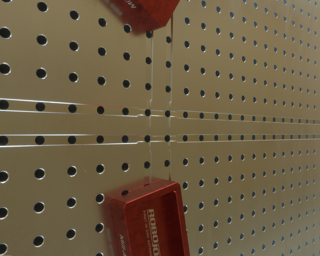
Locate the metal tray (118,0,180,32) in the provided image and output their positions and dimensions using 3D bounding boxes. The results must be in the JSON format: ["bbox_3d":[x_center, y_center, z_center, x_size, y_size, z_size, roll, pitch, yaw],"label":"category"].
[{"bbox_3d":[-0.028,-0.197,0.381,0.130,0.030,0.090,39,66,-33],"label":"metal tray"}]

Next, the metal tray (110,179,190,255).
[{"bbox_3d":[-0.008,0.141,0.398,0.091,0.030,0.129,-14,99,-39],"label":"metal tray"}]
